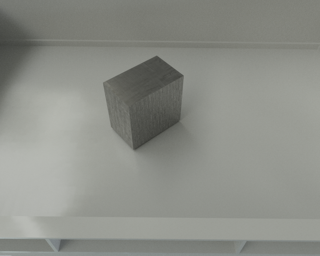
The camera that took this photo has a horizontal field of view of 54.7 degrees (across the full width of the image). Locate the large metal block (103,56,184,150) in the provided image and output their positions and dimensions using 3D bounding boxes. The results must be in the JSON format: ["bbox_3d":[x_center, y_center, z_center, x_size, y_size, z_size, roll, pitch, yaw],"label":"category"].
[{"bbox_3d":[-0.019,-0.032,0.392,0.081,0.080,0.050,-33,58,-25],"label":"large metal block"}]
